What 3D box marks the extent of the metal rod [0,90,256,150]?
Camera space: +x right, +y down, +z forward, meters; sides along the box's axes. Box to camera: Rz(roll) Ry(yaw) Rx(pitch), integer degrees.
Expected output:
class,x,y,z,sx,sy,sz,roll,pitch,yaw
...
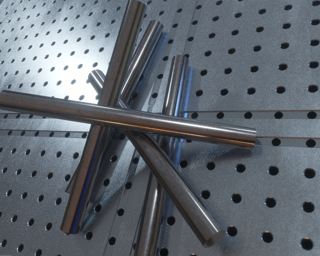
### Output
class,x,y,z,sx,sy,sz,roll,pitch,yaw
metal rod,-0.043,-0.011,0.363,0.302,0.025,0.025,9,64,6

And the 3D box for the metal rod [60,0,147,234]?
class,x,y,z,sx,sy,sz,roll,pitch,yaw
metal rod,-0.071,-0.015,0.393,0.025,0.025,0.298,15,88,34

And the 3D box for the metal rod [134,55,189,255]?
class,x,y,z,sx,sy,sz,roll,pitch,yaw
metal rod,0.005,0.033,0.384,0.025,0.025,0.299,-3,60,26

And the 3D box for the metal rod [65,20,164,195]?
class,x,y,z,sx,sy,sz,roll,pitch,yaw
metal rod,-0.060,-0.040,0.462,0.025,0.025,0.300,10,66,32

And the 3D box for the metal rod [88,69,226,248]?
class,x,y,z,sx,sy,sz,roll,pitch,yaw
metal rod,-0.024,0.012,0.378,0.025,0.025,0.300,-40,51,1
